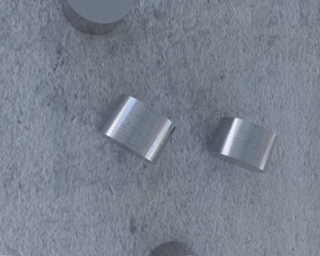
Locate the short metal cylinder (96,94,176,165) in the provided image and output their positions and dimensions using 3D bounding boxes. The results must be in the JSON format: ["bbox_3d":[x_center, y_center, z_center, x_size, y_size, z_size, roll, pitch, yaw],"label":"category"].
[{"bbox_3d":[-0.028,0.003,0.370,0.080,0.080,0.050,34,79,-17],"label":"short metal cylinder"}]

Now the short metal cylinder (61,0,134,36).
[{"bbox_3d":[-0.075,-0.157,0.368,0.081,0.050,0.079,0,90,-21],"label":"short metal cylinder"}]

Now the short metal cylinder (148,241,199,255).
[{"bbox_3d":[0.023,0.197,0.406,0.081,0.050,0.079,0,90,-21],"label":"short metal cylinder"}]

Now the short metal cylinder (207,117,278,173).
[{"bbox_3d":[0.112,0.024,0.423,0.080,0.080,0.050,25,82,-19],"label":"short metal cylinder"}]
